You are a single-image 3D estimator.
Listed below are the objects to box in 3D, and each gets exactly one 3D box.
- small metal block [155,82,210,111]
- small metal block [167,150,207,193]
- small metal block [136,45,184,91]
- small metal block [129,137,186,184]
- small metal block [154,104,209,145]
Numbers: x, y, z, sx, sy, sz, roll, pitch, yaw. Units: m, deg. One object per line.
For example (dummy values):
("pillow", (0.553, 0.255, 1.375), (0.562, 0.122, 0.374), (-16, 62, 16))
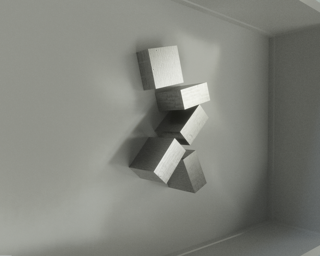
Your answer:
("small metal block", (0.030, -0.042, 0.418), (0.050, 0.050, 0.025), (-21, 104, -38))
("small metal block", (0.029, 0.056, 0.417), (0.025, 0.050, 0.050), (-32, 110, -36))
("small metal block", (0.001, -0.079, 0.409), (0.050, 0.025, 0.050), (-19, 102, -39))
("small metal block", (-0.004, 0.039, 0.389), (0.025, 0.050, 0.050), (49, 61, -30))
("small metal block", (0.029, -0.005, 0.417), (0.025, 0.050, 0.050), (52, 59, -28))
